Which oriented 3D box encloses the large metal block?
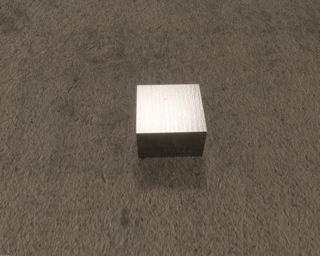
[{"bbox_3d":[0.012,-0.010,0.395,0.081,0.050,0.080,-1,50,-2],"label":"large metal block"}]
